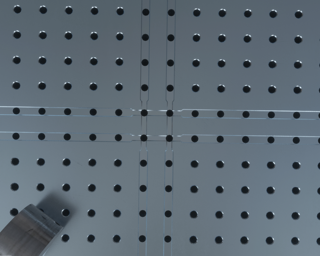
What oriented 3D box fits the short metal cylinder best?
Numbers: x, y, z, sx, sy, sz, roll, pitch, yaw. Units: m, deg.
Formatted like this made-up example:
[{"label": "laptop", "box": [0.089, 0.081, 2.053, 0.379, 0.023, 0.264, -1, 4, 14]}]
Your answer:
[{"label": "short metal cylinder", "box": [-0.167, 0.142, 0.385, 0.050, 0.080, 0.080, 37, 90, 0]}]
